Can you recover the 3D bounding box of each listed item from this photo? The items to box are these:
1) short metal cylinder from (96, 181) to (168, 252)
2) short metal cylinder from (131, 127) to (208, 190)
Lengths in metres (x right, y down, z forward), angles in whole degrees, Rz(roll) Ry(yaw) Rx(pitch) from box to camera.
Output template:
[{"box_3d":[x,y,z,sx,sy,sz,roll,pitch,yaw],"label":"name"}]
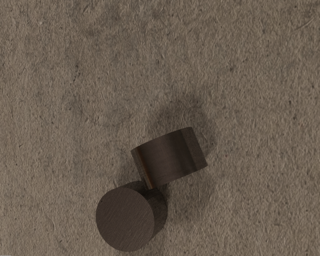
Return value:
[{"box_3d":[-0.036,0.113,0.407,0.080,0.050,0.079,0,90,19],"label":"short metal cylinder"},{"box_3d":[0.011,0.037,0.375,0.080,0.080,0.050,-24,82,18],"label":"short metal cylinder"}]
